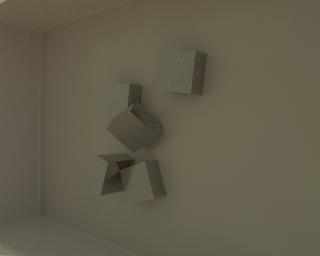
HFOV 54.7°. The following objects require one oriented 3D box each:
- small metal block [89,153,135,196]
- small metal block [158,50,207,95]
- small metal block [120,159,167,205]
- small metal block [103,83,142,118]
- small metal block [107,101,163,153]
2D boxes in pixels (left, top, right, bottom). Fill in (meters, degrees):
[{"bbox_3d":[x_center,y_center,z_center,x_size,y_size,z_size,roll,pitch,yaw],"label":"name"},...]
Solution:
[{"bbox_3d":[-0.068,0.065,0.445,0.025,0.050,0.050,24,105,37],"label":"small metal block"},{"bbox_3d":[0.027,-0.068,0.383,0.050,0.025,0.050,10,97,39],"label":"small metal block"},{"bbox_3d":[-0.024,0.075,0.424,0.050,0.025,0.050,-24,75,37],"label":"small metal block"},{"bbox_3d":[-0.055,-0.039,0.450,0.050,0.025,0.050,8,95,39],"label":"small metal block"},{"bbox_3d":[-0.034,0.000,0.415,0.050,0.025,0.050,44,126,-18],"label":"small metal block"}]
